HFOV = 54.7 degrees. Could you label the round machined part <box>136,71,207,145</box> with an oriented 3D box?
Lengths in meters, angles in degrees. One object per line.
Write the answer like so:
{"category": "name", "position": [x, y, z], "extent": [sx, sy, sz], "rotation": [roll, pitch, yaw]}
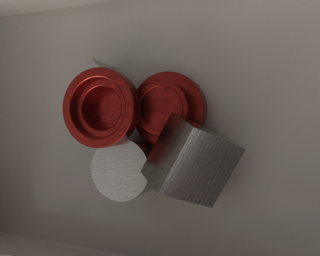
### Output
{"category": "round machined part", "position": [0.008, -0.024, 0.394], "extent": [0.098, 0.042, 0.097], "rotation": [0, 90, 19]}

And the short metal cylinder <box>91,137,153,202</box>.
{"category": "short metal cylinder", "position": [-0.043, 0.052, 0.409], "extent": [0.080, 0.050, 0.079], "rotation": [0, 90, 19]}

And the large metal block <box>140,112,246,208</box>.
{"category": "large metal block", "position": [0.037, 0.038, 0.359], "extent": [0.080, 0.080, 0.050], "rotation": [-63, 32, 9]}

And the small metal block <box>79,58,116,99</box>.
{"category": "small metal block", "position": [-0.087, -0.063, 0.424], "extent": [0.025, 0.050, 0.050], "rotation": [46, 104, 14]}

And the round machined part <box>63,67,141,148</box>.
{"category": "round machined part", "position": [-0.069, -0.025, 0.392], "extent": [0.098, 0.042, 0.097], "rotation": [0, 90, 19]}
